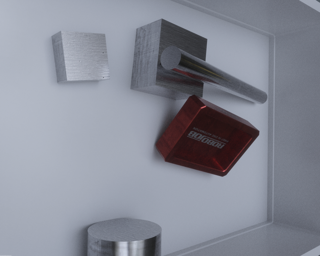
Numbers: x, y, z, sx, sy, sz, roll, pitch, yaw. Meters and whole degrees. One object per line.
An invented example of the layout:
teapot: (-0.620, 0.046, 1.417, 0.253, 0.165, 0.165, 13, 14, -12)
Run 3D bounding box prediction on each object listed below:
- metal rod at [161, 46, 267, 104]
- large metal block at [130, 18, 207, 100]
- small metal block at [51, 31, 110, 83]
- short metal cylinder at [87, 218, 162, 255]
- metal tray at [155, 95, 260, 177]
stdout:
metal rod: (0.097, -0.064, 0.442, 0.302, 0.025, 0.025, 6, 87, -55)
large metal block: (0.013, -0.084, 0.403, 0.081, 0.050, 0.080, 9, 84, -40)
small metal block: (-0.085, -0.076, 0.336, 0.050, 0.025, 0.050, -10, 96, -40)
short metal cylinder: (-0.039, 0.136, 0.340, 0.081, 0.080, 0.050, 2, 89, -40)
metal tray: (0.070, 0.016, 0.434, 0.131, 0.030, 0.090, 20, 113, -39)
